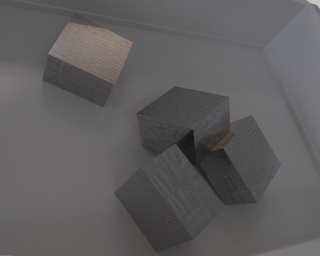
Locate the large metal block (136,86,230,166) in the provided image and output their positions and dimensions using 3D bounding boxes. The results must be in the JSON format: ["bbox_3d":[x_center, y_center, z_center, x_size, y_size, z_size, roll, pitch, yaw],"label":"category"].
[{"bbox_3d":[0.031,-0.007,0.384,0.080,0.050,0.080,17,40,35],"label":"large metal block"}]

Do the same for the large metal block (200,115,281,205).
[{"bbox_3d":[0.103,0.042,0.406,0.080,0.050,0.080,-40,101,-39],"label":"large metal block"}]

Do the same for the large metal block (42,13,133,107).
[{"bbox_3d":[-0.090,-0.086,0.393,0.080,0.050,0.080,24,53,-13],"label":"large metal block"}]

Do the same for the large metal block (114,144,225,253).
[{"bbox_3d":[0.006,0.076,0.327,0.050,0.080,0.080,-31,79,-38],"label":"large metal block"}]
